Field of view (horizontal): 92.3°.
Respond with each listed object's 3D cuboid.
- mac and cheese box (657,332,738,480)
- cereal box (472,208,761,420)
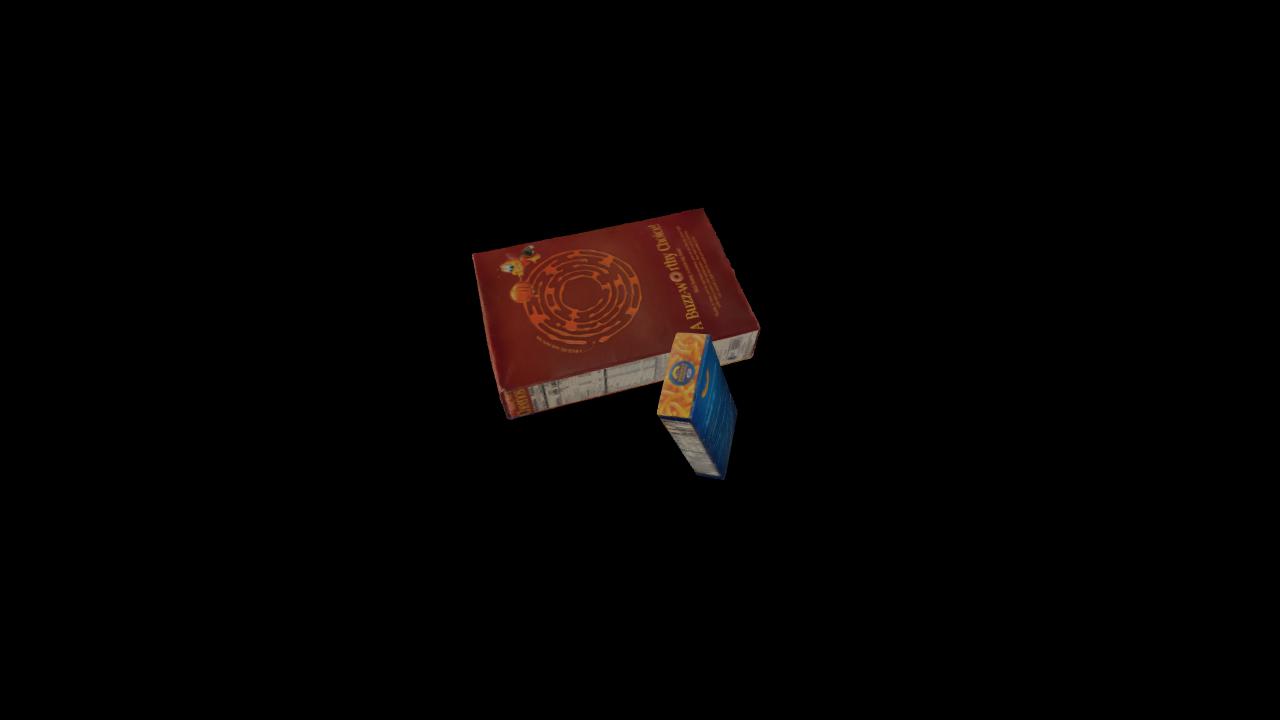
[{"bbox_3d":[0.067,0.055,0.660,0.041,0.093,0.184,6,-27,22],"label":"mac and cheese box"},{"bbox_3d":[-0.035,-0.064,0.748,0.306,0.203,0.081,-15,-30,-10],"label":"cereal box"}]
